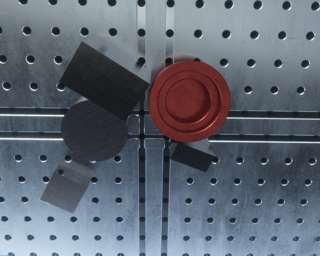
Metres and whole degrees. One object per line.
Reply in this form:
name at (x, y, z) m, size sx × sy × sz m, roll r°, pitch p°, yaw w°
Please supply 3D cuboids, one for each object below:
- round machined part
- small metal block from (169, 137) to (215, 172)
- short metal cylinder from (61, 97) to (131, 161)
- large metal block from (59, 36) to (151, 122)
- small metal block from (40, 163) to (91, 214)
round machined part at (0.034, -0.034, 0.387) m, size 0.099 × 0.042 × 0.097 m, roll -1°, pitch 102°, yaw -4°
small metal block at (0.041, 0.028, 0.411) m, size 0.050 × 0.050 × 0.025 m, roll 21°, pitch 109°, yaw -8°
short metal cylinder at (-0.079, -0.004, 0.397) m, size 0.081 × 0.050 × 0.079 m, roll 0°, pitch 110°, yaw -1°
large metal block at (-0.058, -0.061, 0.361) m, size 0.080 × 0.080 × 0.050 m, roll 31°, pitch 107°, yaw -11°
small metal block at (-0.135, 0.087, 0.444) m, size 0.050 × 0.025 × 0.050 m, roll 28°, pitch 107°, yaw -10°
